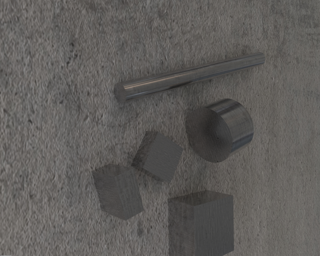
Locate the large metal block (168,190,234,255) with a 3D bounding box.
[{"bbox_3d":[0.059,0.138,0.438,0.081,0.050,0.079,-2,92,-40],"label":"large metal block"}]

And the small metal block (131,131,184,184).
[{"bbox_3d":[-0.002,0.038,0.403,0.050,0.025,0.050,35,68,-34],"label":"small metal block"}]

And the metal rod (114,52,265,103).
[{"bbox_3d":[0.065,-0.082,0.458,0.302,0.025,0.025,-20,103,-38],"label":"metal rod"}]

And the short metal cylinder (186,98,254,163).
[{"bbox_3d":[0.084,0.003,0.439,0.050,0.080,0.080,-23,105,-38],"label":"short metal cylinder"}]

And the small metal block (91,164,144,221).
[{"bbox_3d":[-0.048,0.070,0.348,0.025,0.050,0.050,-20,103,-38],"label":"small metal block"}]
